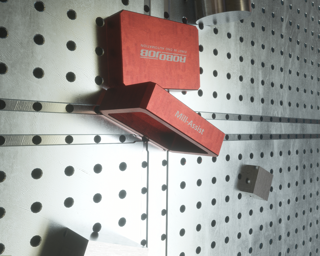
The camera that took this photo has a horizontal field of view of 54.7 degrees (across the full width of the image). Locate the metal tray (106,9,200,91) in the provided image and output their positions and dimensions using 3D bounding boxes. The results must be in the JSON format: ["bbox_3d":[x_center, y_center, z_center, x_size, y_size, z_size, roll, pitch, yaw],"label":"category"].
[{"bbox_3d":[-0.004,-0.094,0.405,0.131,0.030,0.089,-4,93,-40],"label":"metal tray"}]

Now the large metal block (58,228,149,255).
[{"bbox_3d":[-0.068,0.161,0.338,0.080,0.050,0.080,26,74,-37],"label":"large metal block"}]

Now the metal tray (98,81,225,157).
[{"bbox_3d":[0.004,-0.006,0.371,0.130,0.090,0.030,32,70,-36],"label":"metal tray"}]

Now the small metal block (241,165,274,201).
[{"bbox_3d":[0.177,0.100,0.561,0.050,0.025,0.050,31,71,-36],"label":"small metal block"}]

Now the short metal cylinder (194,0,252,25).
[{"bbox_3d":[0.090,-0.185,0.451,0.081,0.080,0.050,-12,98,-40],"label":"short metal cylinder"}]
